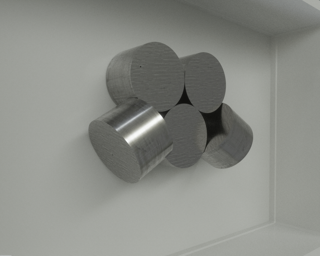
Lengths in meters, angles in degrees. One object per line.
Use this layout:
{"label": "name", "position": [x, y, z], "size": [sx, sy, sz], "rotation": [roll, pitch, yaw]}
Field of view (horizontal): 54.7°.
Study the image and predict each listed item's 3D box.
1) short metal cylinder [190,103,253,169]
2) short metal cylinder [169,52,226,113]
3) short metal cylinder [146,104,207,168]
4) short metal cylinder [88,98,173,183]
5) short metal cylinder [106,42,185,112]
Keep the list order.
{"label": "short metal cylinder", "position": [0.082, 0.011, 0.437], "size": [0.050, 0.080, 0.080], "rotation": [37, 68, -34]}
{"label": "short metal cylinder", "position": [0.045, -0.060, 0.426], "size": [0.081, 0.050, 0.080], "rotation": [0, 90, -40]}
{"label": "short metal cylinder", "position": [0.015, 0.010, 0.401], "size": [0.081, 0.050, 0.080], "rotation": [0, 90, -40]}
{"label": "short metal cylinder", "position": [-0.033, 0.014, 0.341], "size": [0.050, 0.080, 0.080], "rotation": [-38, 113, -34]}
{"label": "short metal cylinder", "position": [-0.017, -0.059, 0.374], "size": [0.081, 0.050, 0.080], "rotation": [0, 90, -40]}
